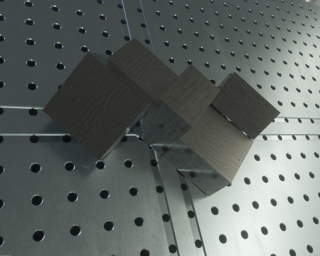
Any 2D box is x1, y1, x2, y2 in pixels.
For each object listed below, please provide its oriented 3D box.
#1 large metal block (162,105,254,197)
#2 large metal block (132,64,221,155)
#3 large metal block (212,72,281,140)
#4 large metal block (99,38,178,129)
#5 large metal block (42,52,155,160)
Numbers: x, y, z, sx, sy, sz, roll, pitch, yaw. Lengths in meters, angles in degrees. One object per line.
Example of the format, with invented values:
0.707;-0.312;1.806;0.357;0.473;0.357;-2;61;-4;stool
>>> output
0.064;0.028;0.409;0.080;0.050;0.080;41;51;1;large metal block
0.020;-0.023;0.396;0.050;0.080;0.080;42;51;-2;large metal block
0.116;-0.034;0.448;0.080;0.050;0.080;42;11;0;large metal block
-0.035;-0.059;0.409;0.080;0.050;0.080;42;52;-1;large metal block
-0.065;-0.025;0.344;0.080;0.080;0.050;42;12;0;large metal block
